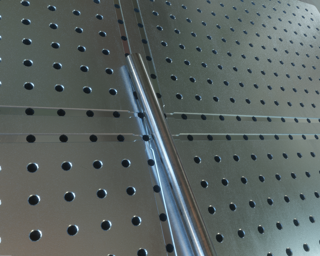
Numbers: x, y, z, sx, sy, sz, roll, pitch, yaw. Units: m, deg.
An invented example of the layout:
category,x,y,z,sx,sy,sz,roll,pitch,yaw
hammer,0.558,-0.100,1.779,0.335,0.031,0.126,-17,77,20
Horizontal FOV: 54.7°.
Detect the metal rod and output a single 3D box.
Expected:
category,x,y,z,sx,sy,sz,roll,pitch,yaw
metal rod,0.010,0.030,0.396,0.025,0.025,0.299,-7,65,-32
